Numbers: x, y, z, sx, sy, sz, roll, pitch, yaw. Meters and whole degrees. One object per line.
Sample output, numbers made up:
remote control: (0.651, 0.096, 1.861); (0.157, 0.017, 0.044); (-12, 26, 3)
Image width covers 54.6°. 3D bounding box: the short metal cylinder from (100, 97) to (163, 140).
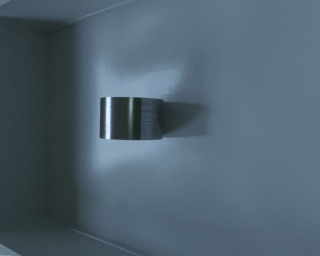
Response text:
short metal cylinder: (-0.036, -0.012, 0.398); (0.080, 0.081, 0.050); (3, 92, 40)
